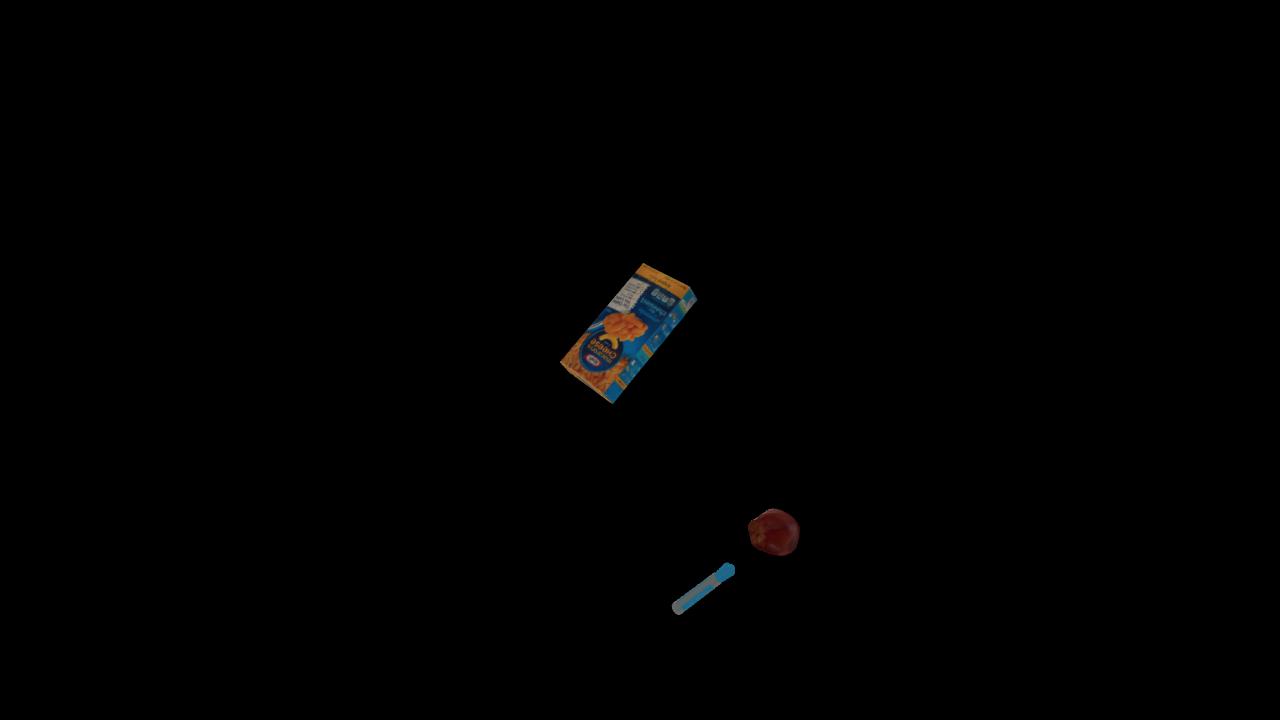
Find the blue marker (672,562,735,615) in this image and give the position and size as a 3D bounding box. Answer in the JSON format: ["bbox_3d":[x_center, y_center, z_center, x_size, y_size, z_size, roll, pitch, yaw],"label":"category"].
[{"bbox_3d":[0.088,0.315,0.848,0.020,0.020,0.121,0,-41,-52],"label":"blue marker"}]

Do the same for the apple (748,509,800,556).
[{"bbox_3d":[0.228,0.294,1.044,0.093,0.079,0.079,13,-9,-43],"label":"apple"}]

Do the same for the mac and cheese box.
[{"bbox_3d":[-0.016,-0.039,0.837,0.093,0.184,0.041,33,-11,32],"label":"mac and cheese box"}]
